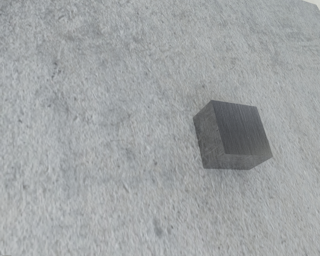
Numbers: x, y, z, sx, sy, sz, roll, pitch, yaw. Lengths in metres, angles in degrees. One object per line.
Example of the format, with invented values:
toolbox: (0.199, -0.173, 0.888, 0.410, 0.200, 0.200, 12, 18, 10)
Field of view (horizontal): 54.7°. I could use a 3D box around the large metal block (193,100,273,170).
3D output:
large metal block: (0.100, 0.012, 0.437, 0.081, 0.050, 0.080, 5, 59, -26)
